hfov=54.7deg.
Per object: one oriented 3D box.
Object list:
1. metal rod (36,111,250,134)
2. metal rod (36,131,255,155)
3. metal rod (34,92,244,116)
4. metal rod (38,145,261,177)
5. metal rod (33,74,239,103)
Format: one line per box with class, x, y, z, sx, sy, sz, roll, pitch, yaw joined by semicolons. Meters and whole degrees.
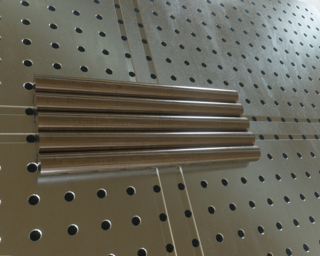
metal rod;-0.002;-0.005;0.411;0.303;0.025;0.025;0;62;-28
metal rod;0.003;0.017;0.401;0.303;0.025;0.025;0;62;-28
metal rod;-0.008;-0.028;0.422;0.303;0.025;0.025;0;62;-28
metal rod;0.009;0.038;0.391;0.303;0.025;0.025;0;62;-29
metal rod;-0.014;-0.050;0.433;0.303;0.025;0.025;0;62;-28
